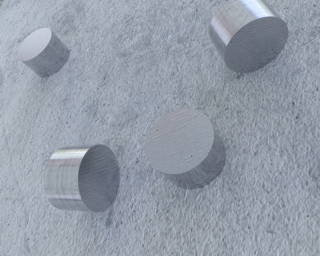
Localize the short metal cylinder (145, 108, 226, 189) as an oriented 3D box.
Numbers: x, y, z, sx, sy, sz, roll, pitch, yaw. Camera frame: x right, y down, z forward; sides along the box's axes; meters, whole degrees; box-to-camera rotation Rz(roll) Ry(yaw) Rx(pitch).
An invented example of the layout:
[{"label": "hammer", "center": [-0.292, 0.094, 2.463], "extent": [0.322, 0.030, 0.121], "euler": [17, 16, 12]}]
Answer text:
[{"label": "short metal cylinder", "center": [0.030, 0.024, 0.357], "extent": [0.080, 0.050, 0.080], "euler": [-13, 56, 21]}]

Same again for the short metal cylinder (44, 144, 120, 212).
[{"label": "short metal cylinder", "center": [-0.093, 0.061, 0.380], "extent": [0.050, 0.080, 0.080], "euler": [-5, 60, 26]}]

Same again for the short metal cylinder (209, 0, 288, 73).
[{"label": "short metal cylinder", "center": [0.108, -0.115, 0.383], "extent": [0.080, 0.080, 0.050], "euler": [-27, 52, 11]}]

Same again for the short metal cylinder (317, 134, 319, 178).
[{"label": "short metal cylinder", "center": [0.184, 0.028, 0.274], "extent": [0.080, 0.050, 0.080], "euler": [-13, 56, 21]}]

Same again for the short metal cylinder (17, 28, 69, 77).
[{"label": "short metal cylinder", "center": [-0.223, -0.144, 0.594], "extent": [0.080, 0.050, 0.080], "euler": [-13, 56, 21]}]
